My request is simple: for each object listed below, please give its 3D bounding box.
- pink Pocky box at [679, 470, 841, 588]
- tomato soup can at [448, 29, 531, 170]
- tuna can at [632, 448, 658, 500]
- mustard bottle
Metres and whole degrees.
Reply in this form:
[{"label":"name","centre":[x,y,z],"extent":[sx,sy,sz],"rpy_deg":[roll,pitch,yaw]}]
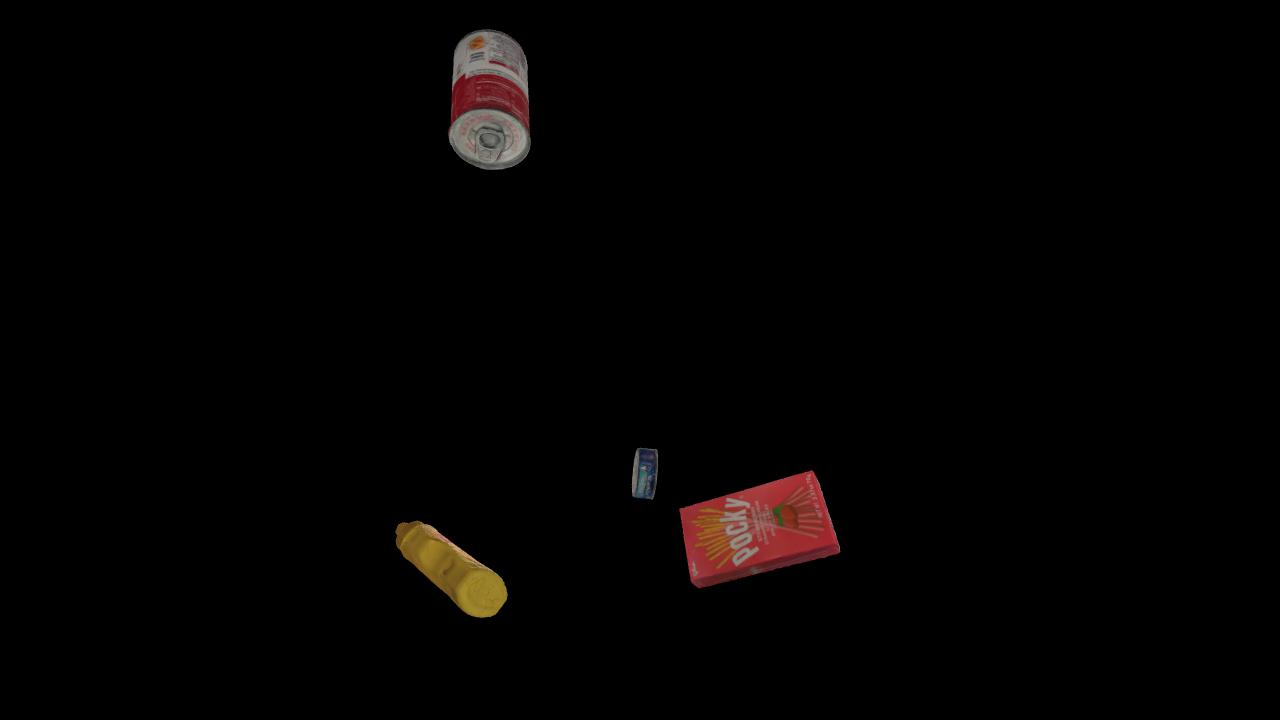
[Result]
[{"label":"pink Pocky box","centre":[0.121,0.178,0.647],"extent":[0.155,0.084,0.029],"rpy_deg":[-20,-41,14]},{"label":"tomato soup can","centre":[-0.131,-0.229,0.540],"extent":[0.068,0.101,0.068],"rpy_deg":[-5,-26,-3]},{"label":"tuna can","centre":[0.008,0.189,1.026],"extent":[0.034,0.084,0.084],"rpy_deg":[6,-1,-5]},{"label":"mustard bottle","centre":[-0.251,0.250,0.771],"extent":[0.184,0.054,0.092],"rpy_deg":[19,-23,36]}]
